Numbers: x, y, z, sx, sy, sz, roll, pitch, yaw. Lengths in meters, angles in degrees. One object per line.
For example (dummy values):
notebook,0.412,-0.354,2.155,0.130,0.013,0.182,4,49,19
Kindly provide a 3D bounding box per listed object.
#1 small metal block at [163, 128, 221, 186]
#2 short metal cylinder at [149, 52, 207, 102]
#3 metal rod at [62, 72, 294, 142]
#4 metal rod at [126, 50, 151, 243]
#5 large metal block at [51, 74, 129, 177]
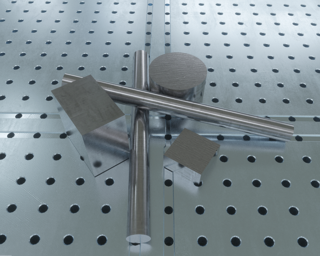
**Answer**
small metal block,0.039,0.034,0.380,0.050,0.025,0.050,27,55,20
short metal cylinder,0.025,-0.064,0.445,0.081,0.050,0.080,0,50,0
metal rod,0.023,-0.027,0.406,0.302,0.025,0.025,13,51,0
metal rod,-0.026,-0.002,0.409,0.025,0.025,0.300,-1,50,-1
large metal block,-0.081,-0.003,0.372,0.050,0.080,0.080,-28,56,-22
